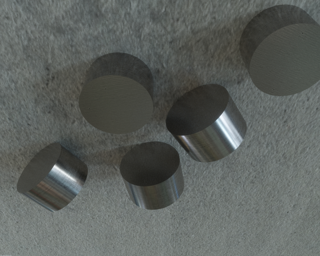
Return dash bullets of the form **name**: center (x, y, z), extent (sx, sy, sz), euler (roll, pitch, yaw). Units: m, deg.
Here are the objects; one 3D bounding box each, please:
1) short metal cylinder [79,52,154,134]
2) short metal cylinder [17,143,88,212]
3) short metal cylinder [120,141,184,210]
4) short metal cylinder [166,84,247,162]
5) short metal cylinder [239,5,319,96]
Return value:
- **short metal cylinder**: center (-0.048, -0.039, 0.357), extent (0.081, 0.050, 0.079), euler (0, 130, 0)
- **short metal cylinder**: center (-0.147, 0.067, 0.426), extent (0.080, 0.080, 0.050), euler (-28, 125, 22)
- **short metal cylinder**: center (-0.010, 0.064, 0.426), extent (0.080, 0.080, 0.050), euler (-7, 130, 6)
- **short metal cylinder**: center (0.054, -0.006, 0.367), extent (0.080, 0.080, 0.050), euler (-26, 126, 20)
- **short metal cylinder**: center (0.129, -0.080, 0.324), extent (0.081, 0.050, 0.079), euler (0, 130, 0)
